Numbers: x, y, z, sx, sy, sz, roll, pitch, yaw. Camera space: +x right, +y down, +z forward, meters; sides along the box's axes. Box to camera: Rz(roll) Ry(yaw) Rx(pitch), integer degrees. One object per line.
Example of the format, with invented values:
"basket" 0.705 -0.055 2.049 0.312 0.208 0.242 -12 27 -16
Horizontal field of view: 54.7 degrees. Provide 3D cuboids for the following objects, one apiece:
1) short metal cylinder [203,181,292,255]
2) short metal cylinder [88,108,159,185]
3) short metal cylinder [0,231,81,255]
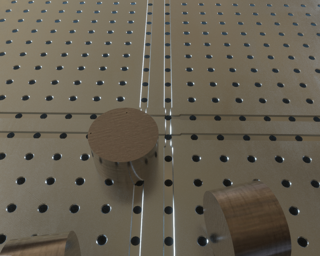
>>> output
"short metal cylinder" 0.078 0.094 0.294 0.050 0.080 0.080 -10 51 -9
"short metal cylinder" -0.042 0.021 0.373 0.081 0.050 0.080 0 50 0
"short metal cylinder" -0.097 0.132 0.260 0.050 0.080 0.080 -6 51 -6
